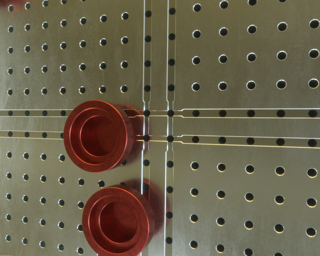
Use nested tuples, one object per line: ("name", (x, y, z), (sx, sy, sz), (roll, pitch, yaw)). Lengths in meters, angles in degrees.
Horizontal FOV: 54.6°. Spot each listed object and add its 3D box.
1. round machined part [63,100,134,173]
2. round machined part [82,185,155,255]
("round machined part", (-0.081, 0.011, 0.433), (0.098, 0.042, 0.097), (0, 90, 20))
("round machined part", (-0.053, 0.126, 0.423), (0.098, 0.042, 0.097), (0, 90, 20))
